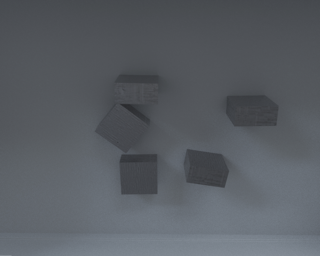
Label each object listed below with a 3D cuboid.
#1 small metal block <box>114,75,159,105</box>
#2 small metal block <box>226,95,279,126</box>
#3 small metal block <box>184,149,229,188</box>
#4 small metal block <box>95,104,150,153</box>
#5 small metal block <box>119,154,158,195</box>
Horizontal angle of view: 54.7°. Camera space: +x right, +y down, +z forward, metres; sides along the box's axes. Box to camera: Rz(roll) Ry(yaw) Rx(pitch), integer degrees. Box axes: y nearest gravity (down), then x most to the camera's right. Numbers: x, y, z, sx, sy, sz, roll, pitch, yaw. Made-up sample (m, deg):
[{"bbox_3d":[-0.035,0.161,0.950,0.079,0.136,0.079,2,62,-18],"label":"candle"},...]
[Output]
[{"bbox_3d":[-0.027,-0.048,0.380,0.050,0.050,0.025,1,110,-1],"label":"small metal block"},{"bbox_3d":[0.114,-0.023,0.390,0.050,0.050,0.025,-1,110,0],"label":"small metal block"},{"bbox_3d":[0.061,0.054,0.418,0.050,0.050,0.025,9,110,-3],"label":"small metal block"},{"bbox_3d":[-0.049,-0.003,0.410,0.050,0.025,0.050,37,106,-13],"label":"small metal block"},{"bbox_3d":[-0.029,0.065,0.435,0.050,0.025,0.050,-1,110,0],"label":"small metal block"}]
